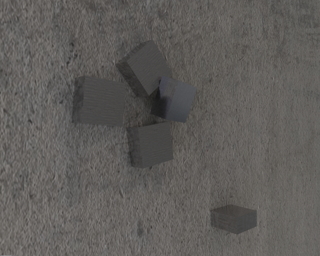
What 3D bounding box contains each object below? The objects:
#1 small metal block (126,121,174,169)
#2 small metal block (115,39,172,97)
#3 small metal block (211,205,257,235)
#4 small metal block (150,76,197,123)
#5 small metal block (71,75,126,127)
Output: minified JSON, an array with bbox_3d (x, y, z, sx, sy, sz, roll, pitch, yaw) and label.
[{"bbox_3d":[-0.012,0.020,0.394,0.050,0.025,0.050,-12,98,-39],"label":"small metal block"},{"bbox_3d":[-0.019,-0.074,0.388,0.050,0.025,0.050,-48,119,-29],"label":"small metal block"},{"bbox_3d":[0.115,0.142,0.485,0.050,0.050,0.025,-2,92,-40],"label":"small metal block"},{"bbox_3d":[0.019,-0.036,0.403,0.050,0.025,0.050,8,101,-57],"label":"small metal block"},{"bbox_3d":[-0.068,-0.028,0.347,0.050,0.025,0.050,6,86,-40],"label":"small metal block"}]
